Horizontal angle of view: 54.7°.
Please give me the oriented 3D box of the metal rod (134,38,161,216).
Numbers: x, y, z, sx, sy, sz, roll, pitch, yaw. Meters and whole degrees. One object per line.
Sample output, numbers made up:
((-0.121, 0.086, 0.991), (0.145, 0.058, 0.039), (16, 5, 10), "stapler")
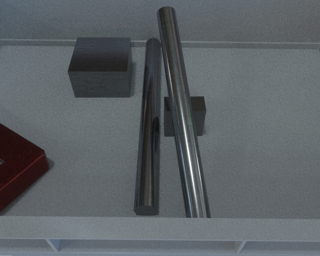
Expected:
((-0.013, -0.027, 0.427), (0.025, 0.025, 0.300), (1, 50, 0), "metal rod")

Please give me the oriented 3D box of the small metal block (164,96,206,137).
((0.031, -0.014, 0.401), (0.050, 0.050, 0.025), (-1, 50, -1), "small metal block")

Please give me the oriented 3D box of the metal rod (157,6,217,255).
((0.026, -0.015, 0.358), (0.025, 0.025, 0.299), (-5, 69, -5), "metal rod")

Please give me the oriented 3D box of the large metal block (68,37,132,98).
((-0.085, -0.091, 0.465), (0.081, 0.050, 0.080), (0, 50, -1), "large metal block")

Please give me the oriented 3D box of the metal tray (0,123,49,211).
((-0.211, 0.037, 0.363), (0.130, 0.030, 0.090), (26, 50, 20), "metal tray")
